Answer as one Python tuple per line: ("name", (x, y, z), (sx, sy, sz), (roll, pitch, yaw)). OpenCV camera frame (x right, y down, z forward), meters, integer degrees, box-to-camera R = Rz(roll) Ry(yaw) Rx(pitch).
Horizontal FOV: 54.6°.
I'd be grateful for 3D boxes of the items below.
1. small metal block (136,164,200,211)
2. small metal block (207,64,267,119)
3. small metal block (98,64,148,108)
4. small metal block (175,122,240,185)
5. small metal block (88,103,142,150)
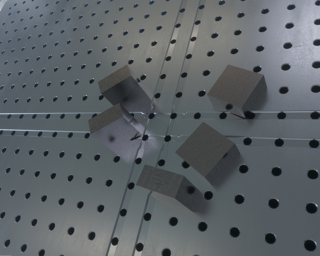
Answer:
("small metal block", (0.010, 0.067, 0.347), (0.050, 0.050, 0.025), (12, 68, 33))
("small metal block", (0.096, -0.047, 0.387), (0.050, 0.025, 0.050), (28, 77, 37))
("small metal block", (-0.054, -0.058, 0.457), (0.050, 0.050, 0.025), (-29, 52, 10))
("small metal block", (0.055, 0.029, 0.362), (0.050, 0.025, 0.050), (-47, 51, -5))
("small metal block", (-0.062, -0.001, 0.426), (0.050, 0.050, 0.025), (-28, 52, 11))
